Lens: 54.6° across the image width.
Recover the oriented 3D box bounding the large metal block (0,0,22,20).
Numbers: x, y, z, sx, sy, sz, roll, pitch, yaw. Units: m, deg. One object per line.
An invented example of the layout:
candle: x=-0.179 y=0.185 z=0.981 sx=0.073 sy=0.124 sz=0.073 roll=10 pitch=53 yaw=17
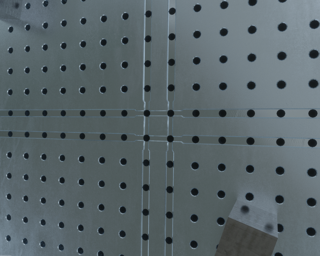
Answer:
large metal block: x=-0.261 y=-0.221 z=0.476 sx=0.050 sy=0.080 sz=0.080 roll=9 pitch=93 yaw=20

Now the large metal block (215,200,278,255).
large metal block: x=0.094 y=0.136 z=0.350 sx=0.050 sy=0.080 sz=0.080 roll=20 pitch=97 yaw=19
